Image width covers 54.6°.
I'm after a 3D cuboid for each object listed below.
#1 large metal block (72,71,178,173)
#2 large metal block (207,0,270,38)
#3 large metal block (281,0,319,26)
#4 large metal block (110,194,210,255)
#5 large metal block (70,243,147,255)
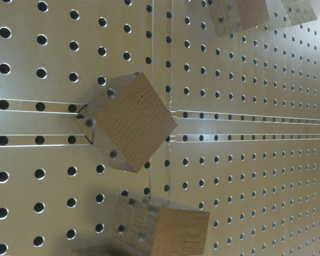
[{"bbox_3d":[-0.038,-0.007,0.360,0.080,0.050,0.080,-49,119,-28],"label":"large metal block"},{"bbox_3d":[0.124,-0.198,0.495,0.081,0.050,0.080,-30,109,-36],"label":"large metal block"},{"bbox_3d":[0.296,-0.274,0.638,0.080,0.050,0.080,47,62,-30],"label":"large metal block"},{"bbox_3d":[0.000,0.115,0.372,0.080,0.080,0.050,17,79,-39],"label":"large metal block"},{"bbox_3d":[-0.056,0.179,0.345,0.081,0.050,0.080,10,84,-39],"label":"large metal block"}]
